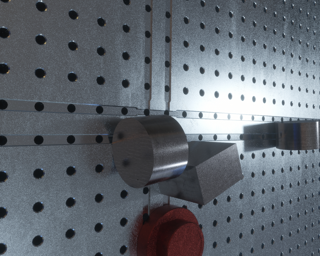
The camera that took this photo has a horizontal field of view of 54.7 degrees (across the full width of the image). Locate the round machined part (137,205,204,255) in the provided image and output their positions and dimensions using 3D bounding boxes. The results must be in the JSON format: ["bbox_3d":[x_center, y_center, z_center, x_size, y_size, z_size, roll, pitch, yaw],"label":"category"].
[{"bbox_3d":[0.021,0.156,0.417,0.099,0.042,0.097,0,90,-40],"label":"round machined part"}]

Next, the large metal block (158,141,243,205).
[{"bbox_3d":[0.050,0.055,0.416,0.081,0.080,0.050,-23,105,-38],"label":"large metal block"}]

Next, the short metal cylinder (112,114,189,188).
[{"bbox_3d":[-0.013,0.026,0.363,0.050,0.080,0.079,-7,95,-40],"label":"short metal cylinder"}]

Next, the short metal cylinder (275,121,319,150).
[{"bbox_3d":[0.265,0.013,0.595,0.081,0.080,0.050,-6,94,-40],"label":"short metal cylinder"}]
